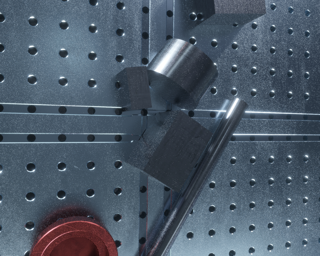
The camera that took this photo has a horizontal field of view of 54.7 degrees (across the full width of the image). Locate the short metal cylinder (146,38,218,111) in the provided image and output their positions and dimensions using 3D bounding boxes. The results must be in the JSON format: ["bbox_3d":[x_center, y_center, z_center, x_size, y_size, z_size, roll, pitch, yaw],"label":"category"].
[{"bbox_3d":[0.026,-0.066,0.393,0.080,0.080,0.050,38,78,-16],"label":"short metal cylinder"}]

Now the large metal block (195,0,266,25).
[{"bbox_3d":[0.096,-0.192,0.434,0.081,0.050,0.079,-8,93,-20],"label":"large metal block"}]

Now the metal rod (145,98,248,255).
[{"bbox_3d":[0.043,0.089,0.428,0.025,0.025,0.300,34,79,-17],"label":"metal rod"}]

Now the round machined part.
[{"bbox_3d":[-0.102,0.153,0.366,0.099,0.042,0.097,0,90,-20],"label":"round machined part"}]

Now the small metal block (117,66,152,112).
[{"bbox_3d":[-0.033,-0.047,0.387,0.025,0.050,0.050,-9,93,-20],"label":"small metal block"}]

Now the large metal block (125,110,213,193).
[{"bbox_3d":[0.008,0.026,0.387,0.050,0.080,0.080,35,79,-17],"label":"large metal block"}]
